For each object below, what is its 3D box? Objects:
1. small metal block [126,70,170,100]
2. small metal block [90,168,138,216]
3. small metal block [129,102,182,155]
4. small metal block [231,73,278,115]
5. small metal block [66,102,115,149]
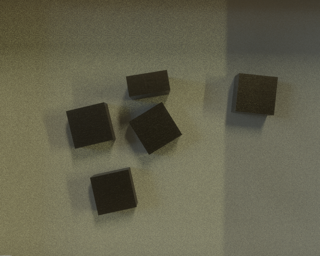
[{"bbox_3d":[-0.014,-0.054,0.399,0.050,0.050,0.025,-9,90,0],"label":"small metal block"},{"bbox_3d":[-0.060,0.083,0.411,0.050,0.025,0.050,-12,90,-1],"label":"small metal block"},{"bbox_3d":[-0.006,0.000,0.411,0.050,0.025,0.050,-32,90,-1],"label":"small metal block"},{"bbox_3d":[0.125,-0.044,0.413,0.050,0.025,0.050,6,90,-1],"label":"small metal block"},{"bbox_3d":[-0.091,-0.003,0.410,0.050,0.025,0.050,-13,90,-1],"label":"small metal block"}]
